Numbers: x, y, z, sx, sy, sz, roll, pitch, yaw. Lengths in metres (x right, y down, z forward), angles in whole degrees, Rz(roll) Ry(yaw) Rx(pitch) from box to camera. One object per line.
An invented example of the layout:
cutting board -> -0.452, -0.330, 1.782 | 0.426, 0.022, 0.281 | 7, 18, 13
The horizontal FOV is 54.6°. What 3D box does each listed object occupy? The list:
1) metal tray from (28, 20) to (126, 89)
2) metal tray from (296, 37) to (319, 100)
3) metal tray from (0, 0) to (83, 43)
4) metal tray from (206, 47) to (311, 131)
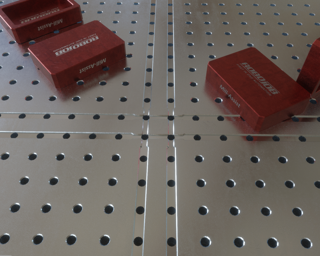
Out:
metal tray -> -0.133, -0.125, 0.509 | 0.131, 0.030, 0.090 | -32, 57, -24
metal tray -> 0.261, -0.107, 0.456 | 0.131, 0.090, 0.030 | -30, 56, -23
metal tray -> -0.226, -0.214, 0.582 | 0.131, 0.030, 0.090 | -31, 57, -23
metal tray -> 0.140, -0.062, 0.458 | 0.091, 0.030, 0.130 | -22, 53, -18
